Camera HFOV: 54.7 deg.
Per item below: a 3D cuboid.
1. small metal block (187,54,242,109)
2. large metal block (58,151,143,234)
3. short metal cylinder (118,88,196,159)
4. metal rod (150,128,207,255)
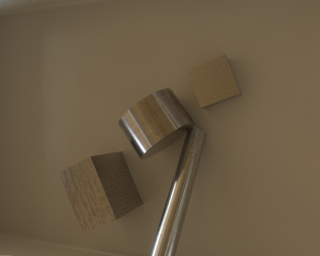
[{"bbox_3d":[0.068,-0.056,0.386,0.050,0.025,0.050,-21,83,18],"label":"small metal block"},{"bbox_3d":[-0.074,0.080,0.406,0.050,0.080,0.080,-27,82,18],"label":"large metal block"},{"bbox_3d":[-0.004,-0.004,0.382,0.080,0.080,0.050,-38,78,16],"label":"short metal cylinder"},{"bbox_3d":[0.004,0.128,0.319,0.025,0.025,0.300,8,57,19],"label":"metal rod"}]
